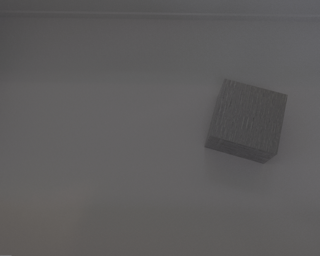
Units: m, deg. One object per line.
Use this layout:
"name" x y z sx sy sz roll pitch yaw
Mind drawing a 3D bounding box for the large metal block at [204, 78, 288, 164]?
"large metal block" 0.109 -0.008 0.400 0.080 0.050 0.080 16 71 5
